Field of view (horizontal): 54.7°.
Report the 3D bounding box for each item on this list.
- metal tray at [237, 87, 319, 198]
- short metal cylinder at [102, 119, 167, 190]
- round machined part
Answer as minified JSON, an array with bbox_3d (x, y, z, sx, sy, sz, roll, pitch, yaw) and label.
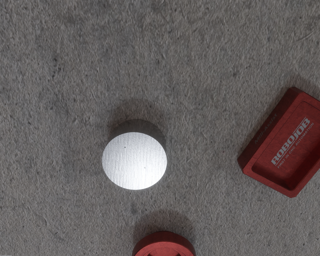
[{"bbox_3d":[0.179,0.022,0.417,0.090,0.030,0.129,28,107,-10],"label":"metal tray"},{"bbox_3d":[-0.032,0.034,0.408,0.081,0.050,0.079,0,110,-1],"label":"short metal cylinder"},{"bbox_3d":[0.006,0.198,0.474,0.099,0.042,0.097,0,110,-1],"label":"round machined part"}]
